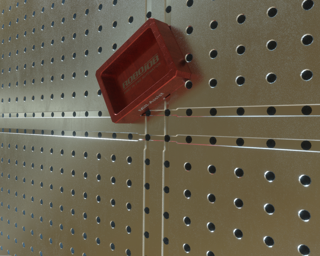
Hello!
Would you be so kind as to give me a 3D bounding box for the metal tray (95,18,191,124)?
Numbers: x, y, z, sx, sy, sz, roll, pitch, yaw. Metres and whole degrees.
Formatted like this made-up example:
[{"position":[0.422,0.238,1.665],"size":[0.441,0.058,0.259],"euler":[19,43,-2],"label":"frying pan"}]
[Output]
[{"position":[-0.029,-0.074,0.427],"size":[0.130,0.030,0.090],"euler":[-34,69,34],"label":"metal tray"}]
